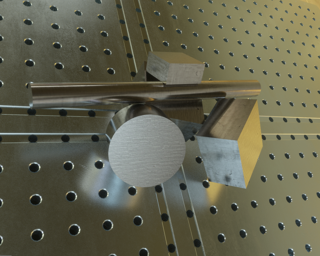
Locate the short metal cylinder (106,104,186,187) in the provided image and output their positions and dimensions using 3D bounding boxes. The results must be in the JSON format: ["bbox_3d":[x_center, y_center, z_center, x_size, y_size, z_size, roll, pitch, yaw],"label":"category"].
[{"bbox_3d":[-0.018,0.017,0.340,0.081,0.080,0.050,18,12,-18],"label":"short metal cylinder"}]

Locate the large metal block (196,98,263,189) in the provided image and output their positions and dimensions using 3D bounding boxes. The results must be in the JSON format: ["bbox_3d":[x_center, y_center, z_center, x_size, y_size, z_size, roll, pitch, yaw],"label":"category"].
[{"bbox_3d":[0.093,0.017,0.400,0.080,0.050,0.080,-53,137,-39],"label":"large metal block"}]

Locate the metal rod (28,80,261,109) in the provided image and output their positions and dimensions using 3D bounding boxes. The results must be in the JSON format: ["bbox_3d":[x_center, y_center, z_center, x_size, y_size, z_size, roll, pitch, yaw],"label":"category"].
[{"bbox_3d":[0.007,-0.044,0.370,0.303,0.025,0.025,-6,65,-31],"label":"metal rod"}]

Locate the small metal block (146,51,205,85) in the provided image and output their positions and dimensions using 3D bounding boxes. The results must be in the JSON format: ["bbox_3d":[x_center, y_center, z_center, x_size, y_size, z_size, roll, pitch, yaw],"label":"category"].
[{"bbox_3d":[0.018,-0.074,0.379,0.050,0.025,0.050,-6,30,-31],"label":"small metal block"}]

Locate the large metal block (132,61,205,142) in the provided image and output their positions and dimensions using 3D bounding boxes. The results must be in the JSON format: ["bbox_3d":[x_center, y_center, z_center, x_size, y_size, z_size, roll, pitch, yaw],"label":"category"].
[{"bbox_3d":[0.008,-0.033,0.412,0.081,0.050,0.080,10,57,-23],"label":"large metal block"}]
